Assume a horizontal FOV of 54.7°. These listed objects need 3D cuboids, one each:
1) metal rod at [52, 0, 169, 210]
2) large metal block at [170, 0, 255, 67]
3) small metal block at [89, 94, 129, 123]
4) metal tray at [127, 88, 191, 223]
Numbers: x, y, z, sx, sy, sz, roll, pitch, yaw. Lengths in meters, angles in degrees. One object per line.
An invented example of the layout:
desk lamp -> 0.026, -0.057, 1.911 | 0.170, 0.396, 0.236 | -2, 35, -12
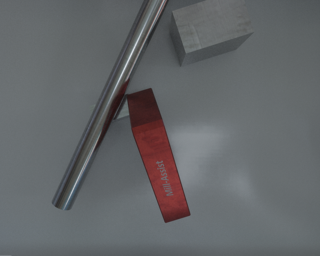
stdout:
metal rod -> -0.053, -0.041, 0.355 | 0.025, 0.025, 0.298 | 26, 97, -1
large metal block -> 0.059, -0.119, 0.385 | 0.080, 0.080, 0.050 | -18, 90, 0
small metal block -> -0.058, -0.022, 0.398 | 0.050, 0.050, 0.025 | -18, 90, 0
metal tray -> -0.002, 0.031, 0.352 | 0.030, 0.090, 0.129 | -17, 120, 0
